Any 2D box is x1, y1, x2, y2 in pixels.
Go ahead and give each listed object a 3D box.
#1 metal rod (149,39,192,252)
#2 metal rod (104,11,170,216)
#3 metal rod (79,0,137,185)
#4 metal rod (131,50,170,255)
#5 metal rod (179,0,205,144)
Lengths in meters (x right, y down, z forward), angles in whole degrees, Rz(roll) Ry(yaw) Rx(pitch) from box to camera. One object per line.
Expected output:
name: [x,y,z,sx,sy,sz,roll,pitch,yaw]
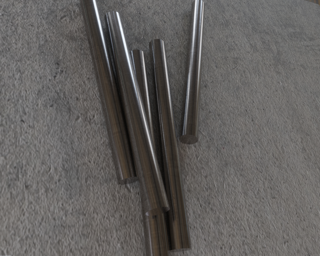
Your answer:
metal rod: [0.008,0.002,0.406,0.025,0.025,0.299,8,58,-24]
metal rod: [-0.036,-0.040,0.388,0.025,0.025,0.299,2,55,-27]
metal rod: [-0.073,-0.072,0.408,0.025,0.025,0.299,-2,63,-29]
metal rod: [-0.016,0.026,0.378,0.025,0.025,0.299,7,59,-25]
metal rod: [0.055,-0.107,0.498,0.025,0.025,0.300,20,54,-17]
